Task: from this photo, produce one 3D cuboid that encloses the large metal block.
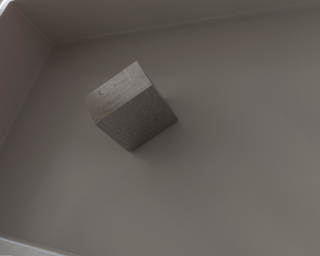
[{"bbox_3d":[-0.035,-0.025,0.399,0.080,0.080,0.050,-34,52,5],"label":"large metal block"}]
